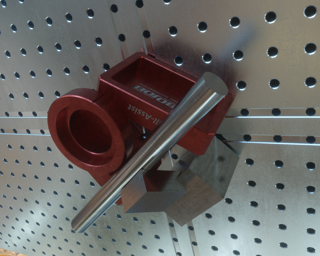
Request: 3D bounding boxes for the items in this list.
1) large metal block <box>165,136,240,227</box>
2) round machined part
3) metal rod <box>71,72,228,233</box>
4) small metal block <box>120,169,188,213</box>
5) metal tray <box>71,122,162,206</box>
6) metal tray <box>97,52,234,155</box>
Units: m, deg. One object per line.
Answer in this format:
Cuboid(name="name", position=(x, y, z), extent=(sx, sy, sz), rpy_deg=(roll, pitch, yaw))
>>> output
Cuboid(name="large metal block", position=(0.045, 0.063, 0.386), extent=(0.050, 0.080, 0.080), rpy_deg=(41, 129, -1))
Cuboid(name="round machined part", position=(-0.072, 0.000, 0.347), extent=(0.098, 0.042, 0.097), rpy_deg=(13, 124, 20))
Cuboid(name="metal rod", position=(-0.034, 0.050, 0.341), extent=(0.025, 0.025, 0.298), rpy_deg=(42, 129, -1))
Cuboid(name="small metal block", position=(-0.008, 0.069, 0.335), extent=(0.050, 0.050, 0.025), rpy_deg=(-50, 45, 39))
Cuboid(name="metal tray", position=(-0.064, 0.027, 0.417), extent=(0.030, 0.090, 0.130), rpy_deg=(-33, 101, 38))
Cuboid(name="metal tray", position=(0.008, -0.033, 0.343), extent=(0.130, 0.090, 0.030), rpy_deg=(28, 129, 10))
